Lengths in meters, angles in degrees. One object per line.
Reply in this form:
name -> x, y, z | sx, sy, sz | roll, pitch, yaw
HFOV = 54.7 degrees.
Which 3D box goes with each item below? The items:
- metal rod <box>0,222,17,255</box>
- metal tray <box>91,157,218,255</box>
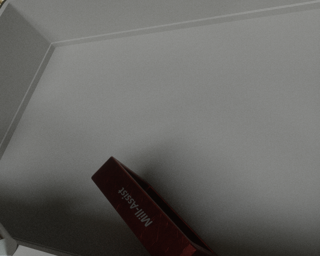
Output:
metal rod -> -0.242, 0.051, 0.347 | 0.300, 0.025, 0.025 | 25, 75, 36
metal tray -> -0.004, 0.090, 0.309 | 0.030, 0.090, 0.130 | -47, 52, -4
